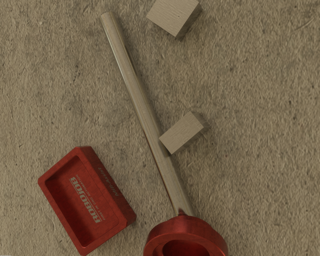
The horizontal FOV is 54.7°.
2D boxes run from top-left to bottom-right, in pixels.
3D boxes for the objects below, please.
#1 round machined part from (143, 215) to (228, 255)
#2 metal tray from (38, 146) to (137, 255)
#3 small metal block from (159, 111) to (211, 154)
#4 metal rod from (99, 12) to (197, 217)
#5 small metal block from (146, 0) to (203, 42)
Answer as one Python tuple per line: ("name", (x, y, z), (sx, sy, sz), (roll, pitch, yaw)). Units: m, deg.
("round machined part", (0.032, 0.145, 0.374), (0.098, 0.042, 0.097), (5, 120, 9))
("metal tray", (-0.106, 0.102, 0.442), (0.090, 0.030, 0.130), (-39, 78, 15))
("small metal block", (0.033, 0.005, 0.384), (0.050, 0.050, 0.025), (-42, 77, 15))
("metal rod", (-0.019, -0.018, 0.414), (0.025, 0.025, 0.299), (-24, 82, 18))
("small metal block", (0.019, -0.149, 0.402), (0.050, 0.025, 0.050), (39, 102, 15))
